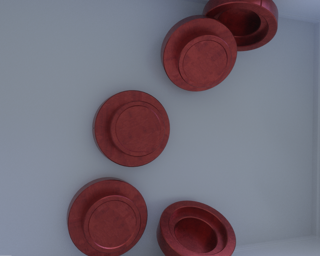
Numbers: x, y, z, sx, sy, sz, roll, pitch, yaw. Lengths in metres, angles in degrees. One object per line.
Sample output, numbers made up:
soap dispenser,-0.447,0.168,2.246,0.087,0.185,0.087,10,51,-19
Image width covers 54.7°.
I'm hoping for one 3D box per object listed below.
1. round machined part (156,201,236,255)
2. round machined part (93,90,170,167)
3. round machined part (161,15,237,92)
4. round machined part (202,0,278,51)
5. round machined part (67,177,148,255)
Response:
round machined part,0.043,0.143,0.398,0.099,0.098,0.042,3,122,-20
round machined part,-0.033,0.001,0.390,0.099,0.042,0.097,0,90,-21
round machined part,0.053,-0.091,0.398,0.099,0.042,0.097,-5,122,-8
round machined part,0.106,-0.149,0.414,0.099,0.098,0.042,18,69,-20
round machined part,-0.062,0.112,0.380,0.099,0.042,0.097,0,90,-21
